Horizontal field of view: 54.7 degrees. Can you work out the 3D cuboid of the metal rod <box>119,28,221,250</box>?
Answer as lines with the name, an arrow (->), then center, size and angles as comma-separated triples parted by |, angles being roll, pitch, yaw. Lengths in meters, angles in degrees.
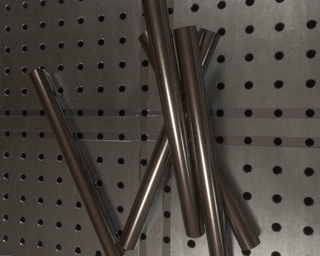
metal rod -> 0.006, 0.026, 0.388 | 0.025, 0.025, 0.298 | 26, 106, 18

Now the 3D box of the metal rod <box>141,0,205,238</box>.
metal rod -> 0.018, -0.007, 0.352 | 0.025, 0.025, 0.298 | -5, 108, 19

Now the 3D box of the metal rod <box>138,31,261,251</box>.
metal rod -> 0.046, 0.008, 0.395 | 0.025, 0.025, 0.299 | -28, 81, 17

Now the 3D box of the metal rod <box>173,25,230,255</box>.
metal rod -> 0.052, 0.038, 0.357 | 0.025, 0.025, 0.298 | -6, 102, 19

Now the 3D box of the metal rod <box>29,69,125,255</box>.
metal rod -> -0.125, 0.048, 0.455 | 0.025, 0.025, 0.299 | -29, 81, 17
